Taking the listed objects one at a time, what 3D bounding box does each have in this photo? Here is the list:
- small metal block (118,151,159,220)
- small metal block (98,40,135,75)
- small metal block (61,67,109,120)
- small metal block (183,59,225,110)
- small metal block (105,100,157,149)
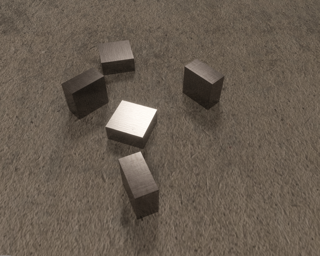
[{"bbox_3d":[-0.023,0.062,0.334,0.025,0.050,0.050,-18,53,-15],"label":"small metal block"},{"bbox_3d":[-0.070,-0.114,0.498,0.050,0.025,0.050,-10,51,-9],"label":"small metal block"},{"bbox_3d":[-0.101,-0.047,0.425,0.050,0.050,0.025,-36,59,-26],"label":"small metal block"},{"bbox_3d":[0.060,-0.062,0.440,0.025,0.050,0.050,-36,59,-26],"label":"small metal block"},{"bbox_3d":[-0.036,-0.005,0.407,0.050,0.025,0.050,16,52,12],"label":"small metal block"}]
